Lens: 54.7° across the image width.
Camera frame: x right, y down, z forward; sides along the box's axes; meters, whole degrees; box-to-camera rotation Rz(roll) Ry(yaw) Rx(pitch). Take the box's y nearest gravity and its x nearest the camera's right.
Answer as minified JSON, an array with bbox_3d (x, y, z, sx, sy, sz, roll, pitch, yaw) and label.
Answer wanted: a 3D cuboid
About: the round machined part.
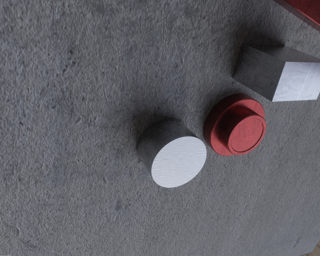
[{"bbox_3d":[0.117,0.001,0.461,0.099,0.042,0.097,-14,124,-21],"label":"round machined part"}]

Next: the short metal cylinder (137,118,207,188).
[{"bbox_3d":[0.015,0.033,0.420,0.081,0.050,0.079,-14,124,-21],"label":"short metal cylinder"}]

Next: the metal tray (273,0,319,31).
[{"bbox_3d":[0.209,-0.188,0.402,0.131,0.030,0.089,13,112,-34],"label":"metal tray"}]

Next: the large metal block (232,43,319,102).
[{"bbox_3d":[0.158,-0.075,0.411,0.081,0.080,0.050,-5,121,-26],"label":"large metal block"}]
